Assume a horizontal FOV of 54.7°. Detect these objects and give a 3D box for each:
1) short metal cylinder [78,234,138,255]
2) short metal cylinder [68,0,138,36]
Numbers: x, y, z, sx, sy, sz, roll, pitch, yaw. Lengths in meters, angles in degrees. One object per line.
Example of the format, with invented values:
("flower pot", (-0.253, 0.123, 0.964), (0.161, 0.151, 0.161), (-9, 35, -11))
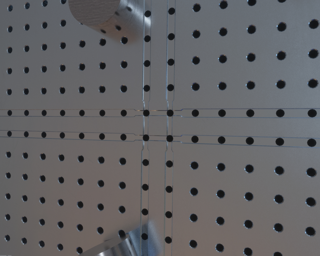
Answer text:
("short metal cylinder", (-0.069, 0.182, 0.408), (0.080, 0.080, 0.050), (-25, 82, 18))
("short metal cylinder", (-0.077, -0.173, 0.426), (0.080, 0.050, 0.079), (0, 90, 20))
